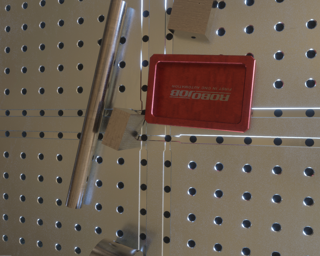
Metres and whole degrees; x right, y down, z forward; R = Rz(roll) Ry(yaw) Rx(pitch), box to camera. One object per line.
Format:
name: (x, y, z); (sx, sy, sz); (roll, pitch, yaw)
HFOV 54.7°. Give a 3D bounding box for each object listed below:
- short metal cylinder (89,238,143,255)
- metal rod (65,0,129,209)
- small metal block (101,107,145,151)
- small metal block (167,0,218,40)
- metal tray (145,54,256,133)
short metal cylinder: (-0.062, 0.192, 0.404); (0.050, 0.080, 0.079); (14, 95, 19)
metal rod: (-0.091, -0.031, 0.443); (0.025, 0.025, 0.298); (15, 95, 19)
small metal block: (-0.047, 0.001, 0.415); (0.025, 0.050, 0.050); (22, 97, 18)
small metal block: (0.042, -0.145, 0.397); (0.050, 0.025, 0.050); (16, 95, 19)
metal tray: (0.050, -0.045, 0.391); (0.130, 0.030, 0.089); (6, 92, 19)
